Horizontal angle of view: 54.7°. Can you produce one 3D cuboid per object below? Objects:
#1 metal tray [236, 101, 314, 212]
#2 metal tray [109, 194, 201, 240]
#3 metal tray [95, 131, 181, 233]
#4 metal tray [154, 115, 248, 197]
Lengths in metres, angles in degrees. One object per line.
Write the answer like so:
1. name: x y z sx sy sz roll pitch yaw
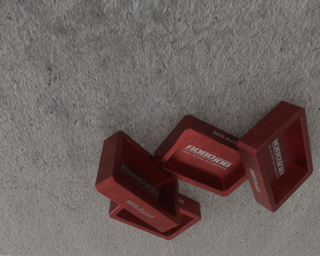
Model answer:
1. metal tray: 0.156 0.041 0.408 0.090 0.030 0.130 -40 128 -15
2. metal tray: -0.007 0.138 0.520 0.131 0.030 0.090 30 124 -23
3. metal tray: -0.025 0.074 0.427 0.030 0.090 0.130 -33 123 25
4. metal tray: 0.068 0.044 0.441 0.131 0.030 0.089 24 126 -20
